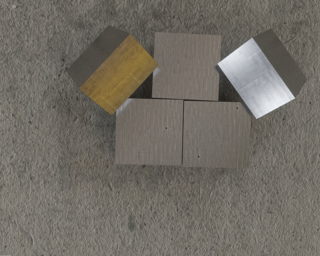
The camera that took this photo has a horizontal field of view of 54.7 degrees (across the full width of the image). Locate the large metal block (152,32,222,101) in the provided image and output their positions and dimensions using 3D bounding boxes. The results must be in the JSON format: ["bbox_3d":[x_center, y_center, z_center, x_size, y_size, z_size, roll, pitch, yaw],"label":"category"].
[{"bbox_3d":[0.032,-0.075,0.399,0.081,0.050,0.079,3,90,-1],"label":"large metal block"}]

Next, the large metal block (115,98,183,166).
[{"bbox_3d":[-0.013,0.004,0.398,0.081,0.050,0.079,1,90,-1],"label":"large metal block"}]

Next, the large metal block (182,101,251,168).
[{"bbox_3d":[0.068,0.008,0.398,0.081,0.050,0.079,1,90,-1],"label":"large metal block"}]

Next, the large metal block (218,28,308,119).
[{"bbox_3d":[0.128,-0.069,0.379,0.050,0.080,0.080,-35,90,40],"label":"large metal block"}]

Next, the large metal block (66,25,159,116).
[{"bbox_3d":[-0.060,-0.073,0.376,0.080,0.080,0.050,-47,125,0],"label":"large metal block"}]
